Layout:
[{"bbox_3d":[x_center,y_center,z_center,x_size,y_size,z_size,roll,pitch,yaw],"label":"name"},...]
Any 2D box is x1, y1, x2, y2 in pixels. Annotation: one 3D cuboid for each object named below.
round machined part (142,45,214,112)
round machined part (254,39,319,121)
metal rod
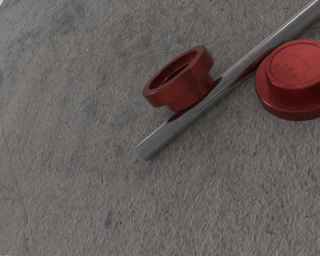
[{"bbox_3d":[0.028,-0.058,0.396,0.098,0.042,0.098,-35,20,15],"label":"round machined part"},{"bbox_3d":[0.156,-0.060,0.348,0.098,0.042,0.098,-13,56,21],"label":"round machined part"},{"bbox_3d":[0.090,-0.062,0.394,0.300,0.025,0.025,-40,51,1],"label":"metal rod"}]
